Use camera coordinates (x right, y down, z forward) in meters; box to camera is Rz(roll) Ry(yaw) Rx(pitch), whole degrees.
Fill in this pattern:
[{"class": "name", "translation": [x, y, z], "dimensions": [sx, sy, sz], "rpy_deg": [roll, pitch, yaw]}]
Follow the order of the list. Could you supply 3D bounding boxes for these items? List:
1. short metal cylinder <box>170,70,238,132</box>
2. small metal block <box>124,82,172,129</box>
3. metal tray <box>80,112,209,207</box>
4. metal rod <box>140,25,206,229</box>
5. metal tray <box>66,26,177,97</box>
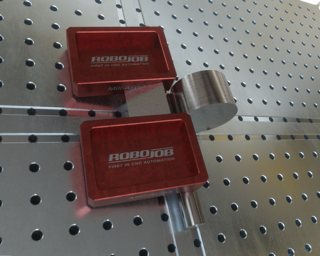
[{"class": "short metal cylinder", "translation": [0.058, -0.034, 0.421], "dimensions": [0.081, 0.080, 0.050], "rpy_deg": [0, 62, -28]}, {"class": "small metal block", "translation": [-0.015, -0.026, 0.398], "dimensions": [0.050, 0.025, 0.050], "rpy_deg": [-13, 65, 0]}, {"class": "metal tray", "translation": [-0.020, 0.032, 0.352], "dimensions": [0.131, 0.030, 0.090], "rpy_deg": [-6, 64, -17]}, {"class": "metal rod", "translation": [0.008, -0.019, 0.419], "dimensions": [0.025, 0.025, 0.299], "rpy_deg": [0, 62, -28]}, {"class": "metal tray", "translation": [-0.052, -0.090, 0.410], "dimensions": [0.131, 0.030, 0.090], "rpy_deg": [-6, 64, -17]}]
